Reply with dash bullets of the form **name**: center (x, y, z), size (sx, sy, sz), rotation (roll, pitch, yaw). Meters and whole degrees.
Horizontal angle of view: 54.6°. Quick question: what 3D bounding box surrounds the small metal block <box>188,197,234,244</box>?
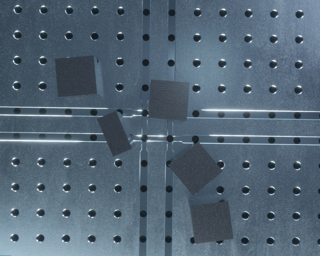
- **small metal block**: center (0.067, 0.122, 0.414), size (0.050, 0.025, 0.050), rotation (-8, 90, 0)

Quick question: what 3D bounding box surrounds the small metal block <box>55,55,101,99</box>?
- **small metal block**: center (-0.109, -0.067, 0.413), size (0.050, 0.025, 0.050), rotation (-5, 90, 0)

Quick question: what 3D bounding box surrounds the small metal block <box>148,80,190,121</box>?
- **small metal block**: center (0.011, -0.036, 0.413), size (0.050, 0.025, 0.050), rotation (4, 90, 0)

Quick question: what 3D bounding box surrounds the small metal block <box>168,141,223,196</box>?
- **small metal block**: center (0.046, 0.052, 0.414), size (0.050, 0.025, 0.050), rotation (-39, 90, 0)

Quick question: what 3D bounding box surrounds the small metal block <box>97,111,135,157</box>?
- **small metal block**: center (-0.055, 0.007, 0.401), size (0.025, 0.050, 0.050), rotation (-23, 90, 0)
